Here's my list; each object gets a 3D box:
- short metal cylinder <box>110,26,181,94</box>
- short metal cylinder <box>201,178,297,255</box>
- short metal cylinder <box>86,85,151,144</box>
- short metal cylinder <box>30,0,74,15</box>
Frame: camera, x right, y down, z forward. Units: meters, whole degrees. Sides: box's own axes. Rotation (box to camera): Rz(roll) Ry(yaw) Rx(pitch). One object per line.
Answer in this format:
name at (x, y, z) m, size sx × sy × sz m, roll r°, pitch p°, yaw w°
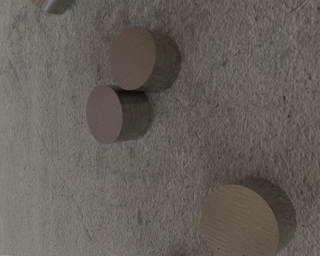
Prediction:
short metal cylinder at (-0.020, -0.087, 0.405) m, size 0.080 × 0.050 × 0.080 m, roll 0°, pitch 90°, yaw 40°
short metal cylinder at (0.089, 0.094, 0.315) m, size 0.080 × 0.050 × 0.080 m, roll 0°, pitch 90°, yaw 40°
short metal cylinder at (-0.058, -0.020, 0.432) m, size 0.080 × 0.050 × 0.079 m, roll 7°, pitch 100°, yaw 43°
short metal cylinder at (-0.180, -0.239, 0.518) m, size 0.050 × 0.081 × 0.080 m, roll -36°, pitch 68°, yaw 34°
